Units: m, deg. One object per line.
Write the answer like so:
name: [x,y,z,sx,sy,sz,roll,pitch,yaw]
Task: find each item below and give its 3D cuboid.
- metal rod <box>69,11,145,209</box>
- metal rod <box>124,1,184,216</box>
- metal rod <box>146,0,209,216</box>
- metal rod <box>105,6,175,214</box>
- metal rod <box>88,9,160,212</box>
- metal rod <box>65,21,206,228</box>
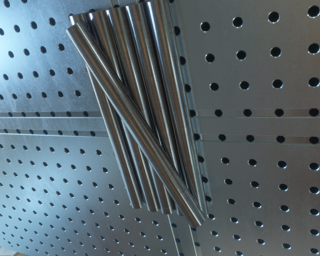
metal rod: [-0.066,-0.008,0.441,0.025,0.025,0.298,1,119,28]
metal rod: [0.005,-0.006,0.406,0.025,0.025,0.298,1,119,28]
metal rod: [0.028,-0.006,0.394,0.025,0.025,0.298,1,119,28]
metal rod: [-0.018,-0.006,0.417,0.025,0.025,0.298,1,119,28]
metal rod: [-0.040,-0.006,0.428,0.025,0.025,0.298,1,119,28]
metal rod: [-0.023,0.006,0.395,0.025,0.025,0.299,-21,107,36]
